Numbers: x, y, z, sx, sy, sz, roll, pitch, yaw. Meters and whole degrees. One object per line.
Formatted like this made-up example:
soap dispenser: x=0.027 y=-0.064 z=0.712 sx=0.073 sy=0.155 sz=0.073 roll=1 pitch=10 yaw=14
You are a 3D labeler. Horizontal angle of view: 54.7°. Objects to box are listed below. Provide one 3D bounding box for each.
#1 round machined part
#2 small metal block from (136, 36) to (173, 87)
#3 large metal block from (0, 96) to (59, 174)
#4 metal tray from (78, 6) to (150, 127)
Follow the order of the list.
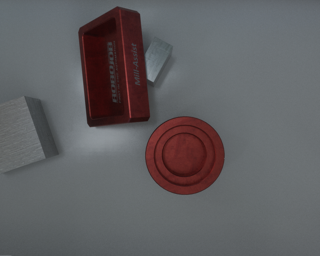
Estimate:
round machined part: x=0.031 y=0.034 z=0.403 sx=0.099 sy=0.042 sz=0.097 roll=0 pitch=90 yaw=-1
small metal block: x=-0.007 y=-0.083 z=0.399 sx=0.025 sy=0.050 sz=0.050 roll=29 pitch=90 yaw=-1
large metal block: x=-0.189 y=0.012 z=0.396 sx=0.080 sy=0.050 sz=0.080 roll=-19 pitch=90 yaw=-1
metal tray: x=-0.059 y=-0.069 z=0.380 sx=0.030 sy=0.090 sz=0.129 roll=-6 pitch=90 yaw=-44
